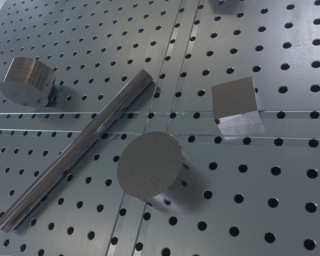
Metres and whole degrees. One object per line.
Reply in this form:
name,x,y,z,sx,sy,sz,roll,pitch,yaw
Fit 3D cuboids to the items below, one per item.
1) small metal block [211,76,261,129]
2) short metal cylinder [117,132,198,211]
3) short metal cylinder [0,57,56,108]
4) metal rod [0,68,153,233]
small metal block,0.092,-0.030,0.378,0.050,0.025,0.050,-12,57,21
short metal cylinder,-0.002,0.051,0.362,0.080,0.050,0.080,-13,56,21
short metal cylinder,-0.229,-0.078,0.542,0.080,0.080,0.050,-6,59,25
metal rod,-0.120,0.029,0.453,0.300,0.025,0.025,-48,51,-6
